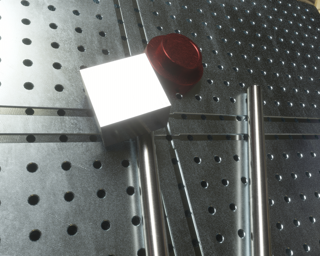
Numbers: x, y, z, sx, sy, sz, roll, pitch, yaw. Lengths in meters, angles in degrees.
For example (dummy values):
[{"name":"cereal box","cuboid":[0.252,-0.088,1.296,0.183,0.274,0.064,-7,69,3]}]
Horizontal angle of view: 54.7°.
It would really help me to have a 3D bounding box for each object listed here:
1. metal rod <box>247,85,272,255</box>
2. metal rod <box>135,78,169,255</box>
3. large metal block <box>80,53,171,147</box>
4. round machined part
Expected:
[{"name":"metal rod","cuboid":[0.143,0.055,0.453,0.025,0.025,0.300,22,53,-16]},{"name":"metal rod","cuboid":[-0.013,0.061,0.365,0.025,0.025,0.299,7,59,-25]},{"name":"large metal block","cuboid":[-0.042,-0.034,0.371,0.081,0.050,0.080,-18,65,-14]},{"name":"round machined part","cuboid":[0.026,-0.107,0.478,0.099,0.042,0.098,14,56,-21]}]
